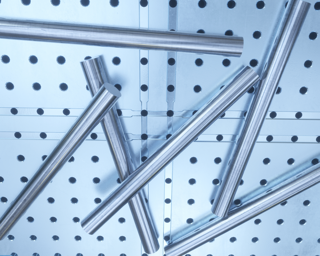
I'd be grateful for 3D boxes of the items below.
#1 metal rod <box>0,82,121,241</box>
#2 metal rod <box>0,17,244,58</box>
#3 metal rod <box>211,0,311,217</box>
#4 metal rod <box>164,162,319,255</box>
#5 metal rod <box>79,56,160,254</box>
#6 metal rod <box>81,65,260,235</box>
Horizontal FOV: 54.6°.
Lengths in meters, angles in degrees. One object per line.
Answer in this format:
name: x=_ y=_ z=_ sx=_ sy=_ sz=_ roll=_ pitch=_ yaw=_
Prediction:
metal rod: x=-0.151 y=0.057 z=0.418 sx=0.025 sy=0.025 sz=0.299 roll=38 pitch=111 yaw=-13
metal rod: x=-0.052 y=-0.109 z=0.372 sx=0.302 sy=0.025 sz=0.025 roll=4 pitch=110 yaw=-2
metal rod: x=0.125 y=-0.011 z=0.409 sx=0.025 sy=0.025 sz=0.298 roll=14 pitch=110 yaw=-5
metal rod: x=0.138 y=0.118 z=0.457 sx=0.300 sy=0.025 sz=0.025 roll=-32 pitch=107 yaw=11
metal rod: x=-0.050 y=0.051 z=0.431 sx=0.025 sy=0.025 sz=0.299 roll=-14 pitch=110 yaw=5
metal rod: x=0.009 y=0.033 z=0.406 sx=0.300 sy=0.025 sz=0.025 roll=-44 pitch=105 yaw=7
